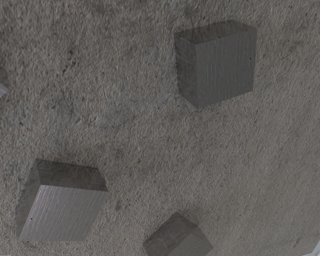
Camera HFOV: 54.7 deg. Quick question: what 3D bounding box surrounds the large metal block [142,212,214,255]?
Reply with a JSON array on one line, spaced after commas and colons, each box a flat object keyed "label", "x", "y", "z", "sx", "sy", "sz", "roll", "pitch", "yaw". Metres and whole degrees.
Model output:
[{"label": "large metal block", "x": 0.032, "y": 0.203, "z": 0.534, "sx": 0.080, "sy": 0.050, "sz": 0.080, "roll": -44, "pitch": 129, "yaw": 2}]

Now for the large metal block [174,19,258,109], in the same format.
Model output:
[{"label": "large metal block", "x": 0.067, "y": -0.079, "z": 0.378, "sx": 0.081, "sy": 0.050, "sz": 0.079, "roll": -19, "pitch": 126, "yaw": -17}]

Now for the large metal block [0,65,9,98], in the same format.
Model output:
[{"label": "large metal block", "x": -0.191, "y": -0.041, "z": 0.260, "sx": 0.080, "sy": 0.050, "sz": 0.080, "roll": -41, "pitch": 130, "yaw": 0}]

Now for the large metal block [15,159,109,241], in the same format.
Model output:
[{"label": "large metal block", "x": -0.122, "y": 0.090, "z": 0.380, "sx": 0.081, "sy": 0.050, "sz": 0.080, "roll": 15, "pitch": 111, "yaw": -35}]
